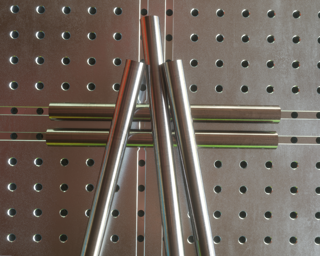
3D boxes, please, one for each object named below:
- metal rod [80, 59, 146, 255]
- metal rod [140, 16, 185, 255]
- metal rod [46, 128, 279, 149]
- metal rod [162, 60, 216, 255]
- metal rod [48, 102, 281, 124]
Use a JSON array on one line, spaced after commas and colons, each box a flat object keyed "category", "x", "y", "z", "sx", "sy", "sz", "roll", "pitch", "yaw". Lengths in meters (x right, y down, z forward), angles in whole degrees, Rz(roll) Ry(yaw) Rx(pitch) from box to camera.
[{"category": "metal rod", "x": -0.066, "y": 0.063, "z": 0.394, "sx": 0.025, "sy": 0.025, "sz": 0.298, "roll": 14, "pitch": 97, "yaw": -1}, {"category": "metal rod", "x": 0.003, "y": 0.012, "z": 0.389, "sx": 0.025, "sy": 0.025, "sz": 0.298, "roll": -6, "pitch": 90, "yaw": 0}, {"category": "metal rod", "x": 0.003, "y": 0.014, "z": 0.414, "sx": 0.302, "sy": 0.025, "sz": 0.025, "roll": 1, "pitch": 90, "yaw": -1}, {"category": "metal rod", "x": 0.042, "y": 0.065, "z": 0.395, "sx": 0.025, "sy": 0.025, "sz": 0.298, "roll": -11, "pitch": 97, "yaw": 0}, {"category": "metal rod", "x": 0.007, "y": -0.020, "z": 0.414, "sx": 0.302, "sy": 0.025, "sz": 0.025, "roll": 1, "pitch": 90, "yaw": -1}]
